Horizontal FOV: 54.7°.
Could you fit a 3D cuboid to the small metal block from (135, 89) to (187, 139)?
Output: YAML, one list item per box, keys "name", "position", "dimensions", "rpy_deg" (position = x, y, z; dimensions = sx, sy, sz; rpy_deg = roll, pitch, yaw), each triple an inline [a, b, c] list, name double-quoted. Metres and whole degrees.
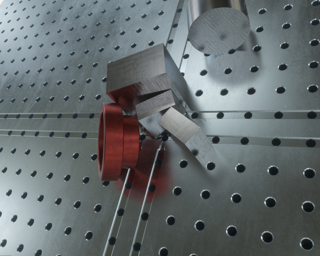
- name: "small metal block"
  position: [0.004, -0.017, 0.399]
  dimensions: [0.050, 0.050, 0.025]
  rpy_deg: [-23, 54, 14]

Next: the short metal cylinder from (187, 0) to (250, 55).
- name: "short metal cylinder"
  position: [0.078, -0.147, 0.421]
  dimensions: [0.080, 0.080, 0.050]
  rpy_deg: [-13, 56, 20]

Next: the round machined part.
- name: "round machined part"
  position: [-0.053, 0.017, 0.390]
  dimensions: [0.042, 0.097, 0.098]
  rpy_deg: [2, 54, -16]

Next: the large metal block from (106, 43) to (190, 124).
- name: "large metal block"
  position: [-0.015, -0.055, 0.413]
  dimensions: [0.080, 0.080, 0.050]
  rpy_deg: [-16, 55, 18]

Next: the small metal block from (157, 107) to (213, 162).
- name: "small metal block"
  position: [0.031, 0.008, 0.370]
  dimensions: [0.025, 0.050, 0.050]
  rpy_deg: [-47, 52, -5]
